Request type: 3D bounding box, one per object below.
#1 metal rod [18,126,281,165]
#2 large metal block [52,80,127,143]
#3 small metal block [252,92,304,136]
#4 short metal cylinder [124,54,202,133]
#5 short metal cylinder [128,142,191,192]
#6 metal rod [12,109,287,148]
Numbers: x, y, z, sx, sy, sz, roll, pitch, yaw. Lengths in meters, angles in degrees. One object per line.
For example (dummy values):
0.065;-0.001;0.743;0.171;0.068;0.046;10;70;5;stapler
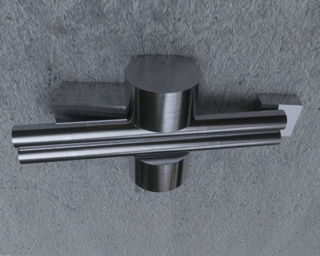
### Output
-0.005;0.019;0.366;0.302;0.025;0.025;-4;131;-8;metal rod
-0.079;-0.010;0.383;0.081;0.050;0.079;1;130;-2;large metal block
0.146;-0.017;0.396;0.050;0.025;0.050;2;130;-2;small metal block
0.003;-0.040;0.339;0.081;0.080;0.050;1;130;-1;short metal cylinder
-0.001;0.036;0.403;0.081;0.080;0.050;1;130;-1;short metal cylinder
-0.004;0.000;0.350;0.302;0.025;0.025;-4;131;-8;metal rod
